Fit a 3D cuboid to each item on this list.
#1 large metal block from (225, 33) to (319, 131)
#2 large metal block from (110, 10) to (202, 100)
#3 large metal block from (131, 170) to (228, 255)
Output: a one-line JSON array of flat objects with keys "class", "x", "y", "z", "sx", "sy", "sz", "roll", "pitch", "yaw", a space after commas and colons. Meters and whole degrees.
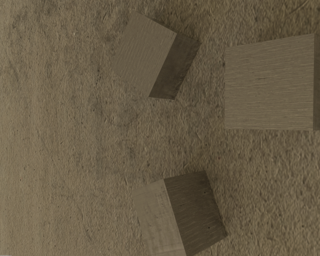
[{"class": "large metal block", "x": 0.111, "y": -0.038, "z": 0.297, "sx": 0.080, "sy": 0.050, "sz": 0.079, "roll": 1, "pitch": 91, "yaw": 40}, {"class": "large metal block", "x": -0.007, "y": -0.092, "z": 0.395, "sx": 0.080, "sy": 0.050, "sz": 0.079, "roll": 39, "pitch": 114, "yaw": 33}, {"class": "large metal block", "x": 0.023, "y": 0.097, "z": 0.350, "sx": 0.050, "sy": 0.081, "sz": 0.080, "roll": -28, "pitch": 73, "yaw": 37}]
